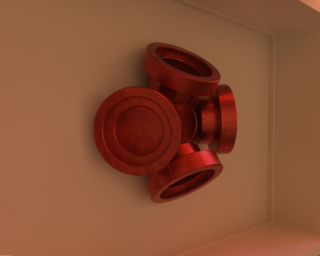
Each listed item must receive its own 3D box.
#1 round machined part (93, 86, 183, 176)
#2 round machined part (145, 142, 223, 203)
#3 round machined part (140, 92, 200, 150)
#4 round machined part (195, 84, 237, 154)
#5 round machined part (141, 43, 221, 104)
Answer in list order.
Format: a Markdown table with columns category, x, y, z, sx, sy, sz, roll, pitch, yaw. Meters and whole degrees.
| category | x | y | z | sx | sy | sz | roll | pitch | yaw |
| --- | --- | --- | --- | --- | --- | --- | --- | --- | --- |
| round machined part | -0.021 | 0.002 | 0.353 | 0.042 | 0.098 | 0.097 | -24 | 109 | -77 |
| round machined part | 0.027 | 0.054 | 0.393 | 0.099 | 0.097 | 0.042 | -2 | 55 | -40 |
| round machined part | 0.014 | -0.006 | 0.406 | 0.099 | 0.042 | 0.097 | 0 | 90 | -40 |
| round machined part | 0.071 | -0.012 | 0.432 | 0.042 | 0.098 | 0.097 | -2 | 92 | -4 |
| round machined part | 0.023 | -0.066 | 0.390 | 0.099 | 0.098 | 0.042 | -5 | 131 | -40 |
